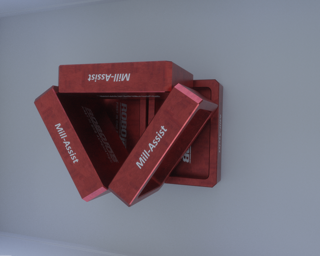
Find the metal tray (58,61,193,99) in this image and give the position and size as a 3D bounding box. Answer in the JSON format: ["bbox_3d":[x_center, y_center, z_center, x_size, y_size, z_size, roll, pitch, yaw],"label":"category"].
[{"bbox_3d":[-0.036,-0.051,0.354,0.130,0.090,0.030,2,91,20],"label":"metal tray"}]

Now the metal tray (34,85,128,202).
[{"bbox_3d":[-0.083,0.015,0.371,0.030,0.090,0.130,-33,80,18],"label":"metal tray"}]

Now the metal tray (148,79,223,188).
[{"bbox_3d":[0.031,0.006,0.396,0.090,0.030,0.129,1,90,20],"label":"metal tray"}]

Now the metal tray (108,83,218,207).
[{"bbox_3d":[0.007,0.018,0.339,0.030,0.090,0.129,37,102,16],"label":"metal tray"}]

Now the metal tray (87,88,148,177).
[{"bbox_3d":[-0.055,0.003,0.427,0.090,0.030,0.129,1,89,20],"label":"metal tray"}]
